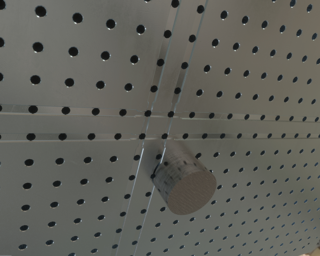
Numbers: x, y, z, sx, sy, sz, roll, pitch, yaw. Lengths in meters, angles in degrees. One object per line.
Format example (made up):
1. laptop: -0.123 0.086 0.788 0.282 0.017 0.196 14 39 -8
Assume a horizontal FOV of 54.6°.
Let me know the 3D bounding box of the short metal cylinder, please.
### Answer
1. short metal cylinder: 0.037 0.083 0.466 0.081 0.050 0.080 -14 124 -21
